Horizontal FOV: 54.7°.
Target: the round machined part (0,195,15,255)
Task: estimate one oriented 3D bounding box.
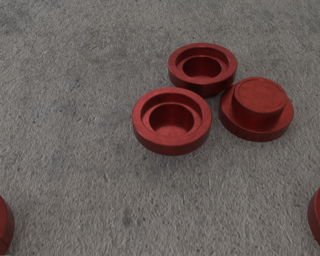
[{"bbox_3d":[-0.192,0.108,0.300,0.099,0.042,0.098,0,50,0],"label":"round machined part"}]

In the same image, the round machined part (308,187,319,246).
[{"bbox_3d":[0.199,0.099,0.310,0.099,0.042,0.098,0,50,0],"label":"round machined part"}]

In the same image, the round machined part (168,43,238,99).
[{"bbox_3d":[0.062,-0.081,0.458,0.099,0.042,0.098,-2,48,2],"label":"round machined part"}]

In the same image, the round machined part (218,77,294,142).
[{"bbox_3d":[0.131,-0.032,0.420,0.099,0.042,0.098,0,50,0],"label":"round machined part"}]

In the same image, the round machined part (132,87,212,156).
[{"bbox_3d":[0.015,-0.004,0.395,0.099,0.042,0.098,0,50,0],"label":"round machined part"}]
